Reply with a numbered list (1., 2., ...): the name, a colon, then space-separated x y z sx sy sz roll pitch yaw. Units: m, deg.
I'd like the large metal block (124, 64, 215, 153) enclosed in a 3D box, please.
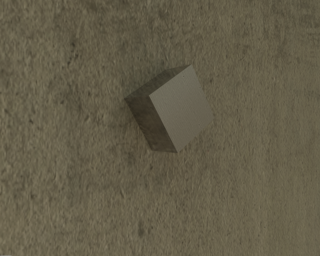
1. large metal block: 0.015 -0.025 0.399 0.080 0.050 0.080 -40 115 -32
